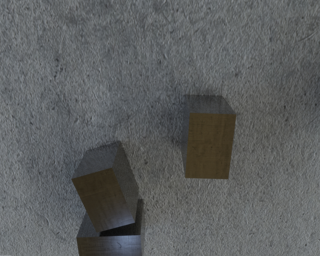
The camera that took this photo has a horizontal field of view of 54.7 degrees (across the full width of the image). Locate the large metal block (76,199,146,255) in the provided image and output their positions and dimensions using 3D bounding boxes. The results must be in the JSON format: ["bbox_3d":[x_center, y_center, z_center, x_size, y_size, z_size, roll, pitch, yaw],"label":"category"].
[{"bbox_3d":[-0.064,0.145,0.433,0.080,0.080,0.050,-2,110,1],"label":"large metal block"}]

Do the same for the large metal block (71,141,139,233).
[{"bbox_3d":[-0.067,0.074,0.407,0.050,0.080,0.080,-17,109,6],"label":"large metal block"}]

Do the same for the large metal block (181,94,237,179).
[{"bbox_3d":[0.056,0.008,0.384,0.050,0.080,0.079,2,110,-1],"label":"large metal block"}]
